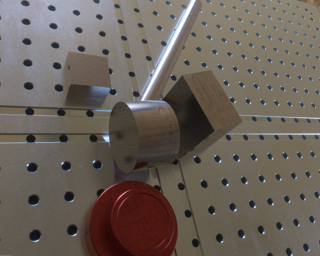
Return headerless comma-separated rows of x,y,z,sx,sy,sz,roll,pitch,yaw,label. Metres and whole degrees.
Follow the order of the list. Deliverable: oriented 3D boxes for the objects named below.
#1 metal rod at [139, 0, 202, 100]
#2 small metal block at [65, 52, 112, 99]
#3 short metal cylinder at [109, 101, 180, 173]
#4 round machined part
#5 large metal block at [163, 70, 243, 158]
0.022,-0.126,0.498,0.025,0.025,0.300,30,52,-9,metal rod
-0.093,-0.068,0.400,0.050,0.025,0.050,3,61,-27,small metal block
-0.020,0.008,0.358,0.050,0.080,0.080,-5,65,-31,short metal cylinder
-0.024,0.101,0.323,0.099,0.042,0.098,14,56,-21,round machined part
0.048,-0.018,0.411,0.050,0.080,0.080,-16,70,-35,large metal block
